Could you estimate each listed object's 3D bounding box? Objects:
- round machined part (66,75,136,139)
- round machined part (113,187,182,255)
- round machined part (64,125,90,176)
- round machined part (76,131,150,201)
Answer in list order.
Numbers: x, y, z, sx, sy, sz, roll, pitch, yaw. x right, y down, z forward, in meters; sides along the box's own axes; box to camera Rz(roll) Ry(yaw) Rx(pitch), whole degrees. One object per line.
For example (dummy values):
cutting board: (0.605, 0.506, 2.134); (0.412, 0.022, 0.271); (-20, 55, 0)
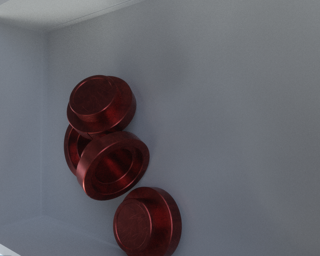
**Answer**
round machined part: (-0.086, -0.035, 0.435); (0.098, 0.042, 0.098); (-7, 59, 12)
round machined part: (-0.023, 0.126, 0.405); (0.098, 0.042, 0.098); (-10, 73, 38)
round machined part: (-0.103, 0.029, 0.481); (0.098, 0.042, 0.097); (0, 90, 40)
round machined part: (-0.066, 0.046, 0.415); (0.042, 0.099, 0.097); (40, 115, 39)
